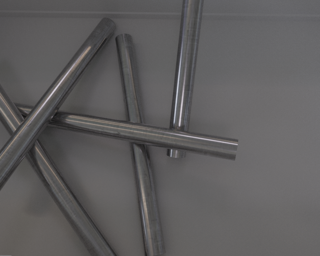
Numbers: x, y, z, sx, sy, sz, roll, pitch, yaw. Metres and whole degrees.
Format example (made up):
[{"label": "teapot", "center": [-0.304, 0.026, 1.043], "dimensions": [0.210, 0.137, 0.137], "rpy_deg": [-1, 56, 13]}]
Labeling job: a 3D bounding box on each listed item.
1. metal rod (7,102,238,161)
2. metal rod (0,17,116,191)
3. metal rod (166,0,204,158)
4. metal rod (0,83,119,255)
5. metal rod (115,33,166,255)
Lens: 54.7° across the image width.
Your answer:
[{"label": "metal rod", "center": [-0.058, 0.001, 0.385], "dimensions": [0.301, 0.025, 0.025], "rpy_deg": [9, 70, 12]}, {"label": "metal rod", "center": [-0.132, -0.039, 0.389], "dimensions": [0.025, 0.025, 0.300], "rpy_deg": [21, 59, 7]}, {"label": "metal rod", "center": [0.036, -0.111, 0.377], "dimensions": [0.025, 0.025, 0.298], "rpy_deg": [6, 98, 2]}, {"label": "metal rod", "center": [-0.147, 0.037, 0.376], "dimensions": [0.025, 0.025, 0.300], "rpy_deg": [-36, 81, -12]}, {"label": "metal rod", "center": [-0.030, 0.007, 0.406], "dimensions": [0.025, 0.025, 0.299], "rpy_deg": [-9, 70, -3]}]
